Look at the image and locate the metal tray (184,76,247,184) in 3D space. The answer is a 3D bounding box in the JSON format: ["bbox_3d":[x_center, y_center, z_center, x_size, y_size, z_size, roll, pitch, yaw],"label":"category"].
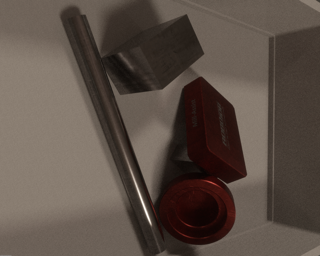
[{"bbox_3d":[0.075,0.001,0.430,0.090,0.030,0.130,35,40,-34],"label":"metal tray"}]

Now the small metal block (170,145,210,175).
[{"bbox_3d":[0.051,0.049,0.435,0.050,0.050,0.025,45,63,-31],"label":"small metal block"}]

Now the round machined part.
[{"bbox_3d":[0.050,0.103,0.417,0.042,0.098,0.097,-67,141,-71],"label":"round machined part"}]

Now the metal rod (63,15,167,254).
[{"bbox_3d":[-0.047,0.020,0.368,0.025,0.025,0.298,-29,109,-36],"label":"metal rod"}]

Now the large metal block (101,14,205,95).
[{"bbox_3d":[-0.010,-0.084,0.364,0.080,0.080,0.050,-44,117,-31],"label":"large metal block"}]
